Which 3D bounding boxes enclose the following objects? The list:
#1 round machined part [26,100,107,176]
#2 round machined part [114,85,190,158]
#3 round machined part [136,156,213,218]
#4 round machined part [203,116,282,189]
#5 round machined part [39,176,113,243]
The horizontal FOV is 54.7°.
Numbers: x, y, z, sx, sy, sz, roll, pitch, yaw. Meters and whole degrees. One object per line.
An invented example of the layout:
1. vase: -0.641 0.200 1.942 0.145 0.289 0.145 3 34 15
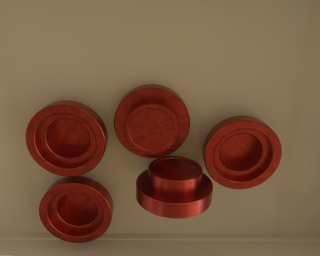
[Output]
1. round machined part: -0.117 0.011 0.405 0.099 0.042 0.097 0 110 -1
2. round machined part: -0.010 -0.004 0.401 0.099 0.042 0.097 0 110 -1
3. round machined part: 0.019 0.069 0.398 0.099 0.098 0.042 2 110 -1
4. round machined part: 0.106 0.029 0.415 0.099 0.042 0.097 0 110 -1
5. round machined part: -0.116 0.111 0.442 0.099 0.042 0.097 0 110 -1
